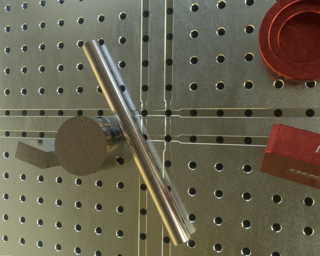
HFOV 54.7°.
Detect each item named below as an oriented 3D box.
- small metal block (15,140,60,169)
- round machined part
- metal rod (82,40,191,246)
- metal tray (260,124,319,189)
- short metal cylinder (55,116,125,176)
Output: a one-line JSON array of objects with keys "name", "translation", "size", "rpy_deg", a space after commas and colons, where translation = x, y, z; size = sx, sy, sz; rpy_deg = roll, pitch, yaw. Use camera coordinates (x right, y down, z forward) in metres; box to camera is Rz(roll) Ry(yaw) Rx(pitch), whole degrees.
[{"name": "small metal block", "translation": [-0.174, 0.038, 0.459], "size": [0.050, 0.050, 0.025], "rpy_deg": [17, 96, 19]}, {"name": "round machined part", "translation": [0.162, -0.099, 0.346], "size": [0.098, 0.042, 0.097], "rpy_deg": [0, 90, 19]}, {"name": "metal rod", "translation": [-0.035, 0.013, 0.423], "size": [0.025, 0.025, 0.299], "rpy_deg": [-29, 81, 17]}, {"name": "metal tray", "translation": [0.174, 0.040, 0.314], "size": [0.130, 0.090, 0.030], "rpy_deg": [16, 74, 19]}, {"name": "short metal cylinder", "translation": [-0.097, 0.023, 0.432], "size": [0.080, 0.050, 0.079], "rpy_deg": [0, 90, 19]}]
